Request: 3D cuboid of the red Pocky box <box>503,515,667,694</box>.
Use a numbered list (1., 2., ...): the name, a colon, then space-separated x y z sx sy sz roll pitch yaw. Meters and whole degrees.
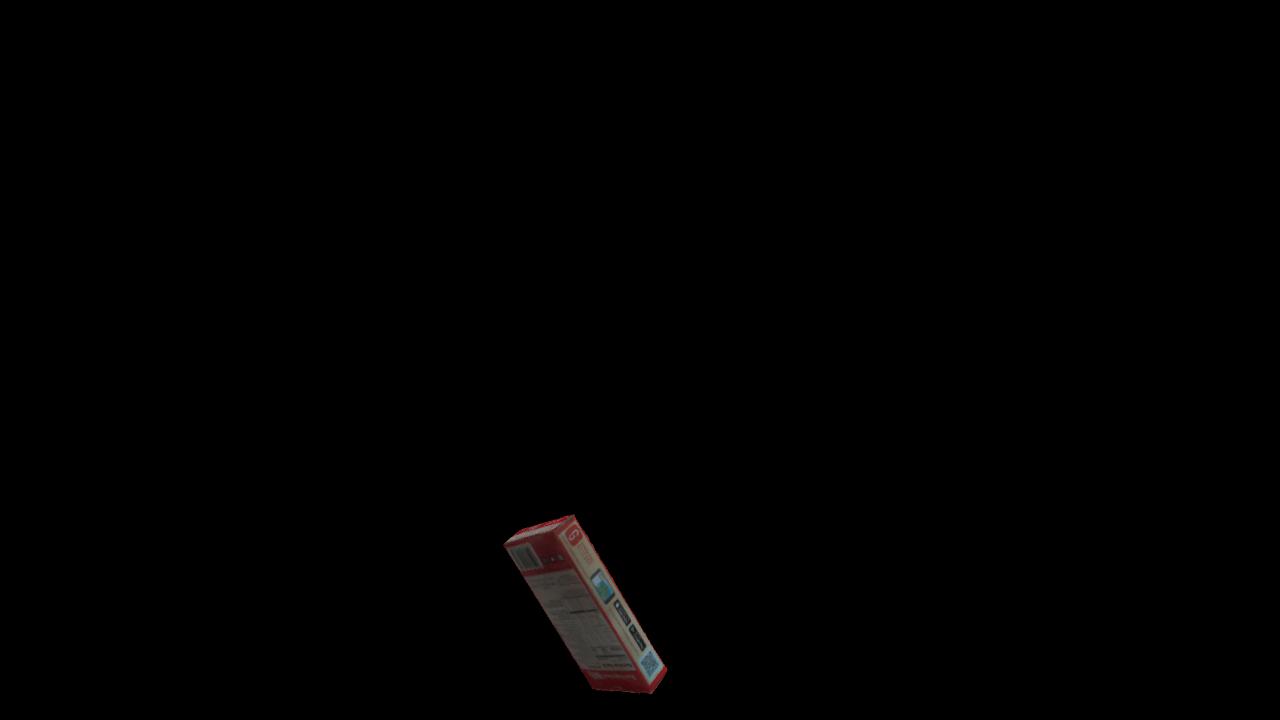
1. red Pocky box: -0.048 0.206 0.516 0.083 0.155 0.028 -27 5 42
